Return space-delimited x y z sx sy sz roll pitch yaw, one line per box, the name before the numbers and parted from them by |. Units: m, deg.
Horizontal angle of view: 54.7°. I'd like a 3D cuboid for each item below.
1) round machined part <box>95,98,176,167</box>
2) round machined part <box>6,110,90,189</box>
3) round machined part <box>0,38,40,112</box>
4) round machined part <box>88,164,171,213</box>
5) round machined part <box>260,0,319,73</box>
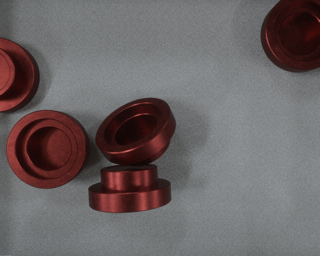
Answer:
round machined part | -0.026 0.009 0.384 0.098 0.098 0.042 -27 126 -1
round machined part | -0.140 0.026 0.401 0.099 0.042 0.097 0 90 -1
round machined part | -0.213 -0.069 0.400 0.099 0.042 0.097 0 90 -1
round machined part | -0.036 0.068 0.375 0.099 0.098 0.042 -3 90 -1
round machined part | 0.180 -0.121 0.405 0.099 0.042 0.097 0 90 -1
